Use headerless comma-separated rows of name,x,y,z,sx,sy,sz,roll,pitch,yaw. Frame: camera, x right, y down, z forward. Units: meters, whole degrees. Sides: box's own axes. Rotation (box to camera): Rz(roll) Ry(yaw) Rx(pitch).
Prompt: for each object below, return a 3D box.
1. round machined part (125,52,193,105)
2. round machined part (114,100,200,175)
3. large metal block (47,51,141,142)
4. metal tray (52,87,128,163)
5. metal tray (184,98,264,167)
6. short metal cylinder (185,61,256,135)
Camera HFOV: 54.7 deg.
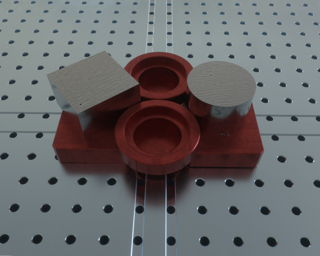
round machined part,-0.001,-0.061,0.435,0.099,0.042,0.098,0,50,0
round machined part,-0.003,0.015,0.372,0.099,0.042,0.098,0,50,0
large metal block,-0.080,-0.042,0.387,0.081,0.050,0.080,-30,56,-23
metal tray,-0.082,-0.015,0.416,0.091,0.030,0.130,1,50,-1
metal tray,0.078,-0.011,0.411,0.091,0.030,0.130,1,50,0
short metal cylinder,0.072,-0.038,0.384,0.081,0.050,0.080,0,50,0
